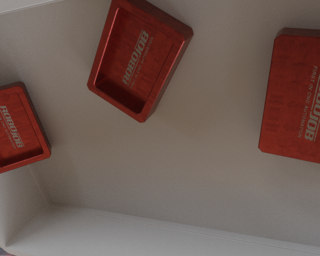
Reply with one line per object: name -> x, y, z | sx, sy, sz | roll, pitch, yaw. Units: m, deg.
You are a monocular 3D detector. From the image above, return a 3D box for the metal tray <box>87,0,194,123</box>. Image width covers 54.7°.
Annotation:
metal tray -> -0.029, -0.079, 0.370 | 0.090, 0.030, 0.129 | 33, 129, 6

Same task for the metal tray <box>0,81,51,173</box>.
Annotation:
metal tray -> -0.241, 0.000, 0.495 | 0.091, 0.030, 0.129 | -19, 116, -11

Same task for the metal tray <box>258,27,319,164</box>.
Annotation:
metal tray -> 0.154, -0.028, 0.307 | 0.090, 0.030, 0.129 | 11, 123, 21
